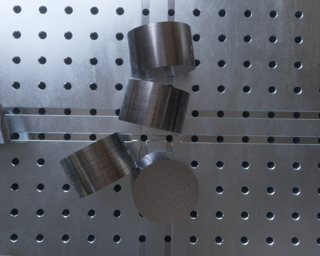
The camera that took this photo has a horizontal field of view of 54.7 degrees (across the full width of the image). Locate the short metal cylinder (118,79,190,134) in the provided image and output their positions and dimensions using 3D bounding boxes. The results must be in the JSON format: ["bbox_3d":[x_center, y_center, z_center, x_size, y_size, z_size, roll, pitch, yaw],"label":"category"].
[{"bbox_3d":[-0.007,-0.026,0.386,0.080,0.080,0.050,13,90,0],"label":"short metal cylinder"}]

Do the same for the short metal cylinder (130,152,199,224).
[{"bbox_3d":[0.004,0.074,0.394,0.081,0.050,0.079,-1,96,-9],"label":"short metal cylinder"}]

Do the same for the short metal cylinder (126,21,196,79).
[{"bbox_3d":[0.001,-0.094,0.386,0.080,0.080,0.050,-7,90,0],"label":"short metal cylinder"}]

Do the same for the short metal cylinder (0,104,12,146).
[{"bbox_3d":[-0.233,0.003,0.384,0.080,0.080,0.050,-14,90,0],"label":"short metal cylinder"}]

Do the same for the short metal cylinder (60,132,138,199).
[{"bbox_3d":[-0.075,0.045,0.385,0.080,0.080,0.050,-28,90,0],"label":"short metal cylinder"}]
